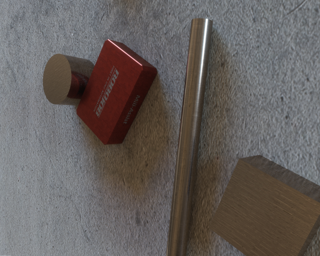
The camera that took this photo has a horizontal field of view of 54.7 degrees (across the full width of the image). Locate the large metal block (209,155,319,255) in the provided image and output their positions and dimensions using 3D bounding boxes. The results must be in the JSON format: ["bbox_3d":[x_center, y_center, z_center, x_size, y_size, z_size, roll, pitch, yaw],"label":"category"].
[{"bbox_3d":[0.107,0.081,0.300,0.080,0.050,0.079,30,109,35],"label":"large metal block"}]

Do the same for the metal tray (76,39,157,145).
[{"bbox_3d":[-0.068,-0.051,0.455,0.090,0.030,0.129,42,115,31],"label":"metal tray"}]

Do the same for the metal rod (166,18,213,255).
[{"bbox_3d":[0.034,0.023,0.375,0.025,0.025,0.298,10,96,39],"label":"metal rod"}]

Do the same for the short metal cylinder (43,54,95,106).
[{"bbox_3d":[-0.147,-0.077,0.507,0.080,0.050,0.079,0,90,39],"label":"short metal cylinder"}]
